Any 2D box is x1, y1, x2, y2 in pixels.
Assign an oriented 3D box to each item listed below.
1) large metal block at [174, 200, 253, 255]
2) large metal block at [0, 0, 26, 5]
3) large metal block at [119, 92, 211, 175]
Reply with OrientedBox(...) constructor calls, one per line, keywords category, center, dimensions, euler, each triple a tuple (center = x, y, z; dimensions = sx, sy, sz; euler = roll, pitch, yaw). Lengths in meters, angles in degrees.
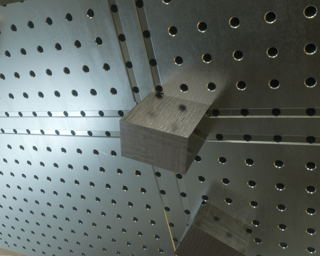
OrientedBox(category="large metal block", center=(0.077, 0.167, 0.457), dimensions=(0.080, 0.050, 0.079), euler=(28, 128, 10))
OrientedBox(category="large metal block", center=(-0.223, -0.203, 0.384), dimensions=(0.080, 0.050, 0.079), euler=(17, 125, 18))
OrientedBox(category="large metal block", center=(0.008, 0.003, 0.372), dimensions=(0.080, 0.080, 0.050), euler=(15, 124, 19))
